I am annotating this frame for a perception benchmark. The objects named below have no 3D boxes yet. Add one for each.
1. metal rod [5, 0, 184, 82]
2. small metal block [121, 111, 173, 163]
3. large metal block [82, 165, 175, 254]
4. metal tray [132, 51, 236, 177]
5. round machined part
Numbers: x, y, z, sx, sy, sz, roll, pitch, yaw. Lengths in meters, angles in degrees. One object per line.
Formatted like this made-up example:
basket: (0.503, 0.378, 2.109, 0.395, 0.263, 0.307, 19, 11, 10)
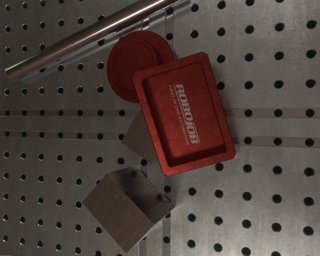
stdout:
metal rod: (-0.101, -0.133, 0.446, 0.300, 0.025, 0.025, -20, 84, 18)
small metal block: (-0.016, 0.012, 0.417, 0.050, 0.025, 0.050, 33, 100, 16)
large metal block: (-0.037, 0.098, 0.395, 0.080, 0.080, 0.050, 44, 104, 14)
metal tray: (0.029, -0.016, 0.373, 0.090, 0.030, 0.129, -17, 98, 7)
round machined part: (-0.028, -0.082, 0.413, 0.098, 0.042, 0.097, 0, 90, 19)
